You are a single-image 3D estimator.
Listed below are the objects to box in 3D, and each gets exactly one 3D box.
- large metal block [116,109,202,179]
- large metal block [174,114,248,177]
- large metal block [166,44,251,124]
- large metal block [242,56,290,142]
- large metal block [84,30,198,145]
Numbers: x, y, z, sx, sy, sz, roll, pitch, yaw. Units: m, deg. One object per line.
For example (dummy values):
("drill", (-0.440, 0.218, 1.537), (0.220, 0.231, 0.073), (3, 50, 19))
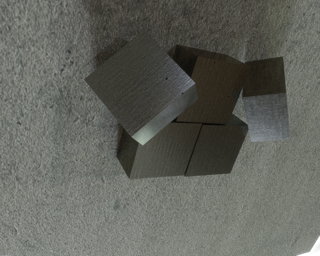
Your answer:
("large metal block", (-0.003, 0.017, 0.402), (0.081, 0.050, 0.079), (1, 118, -30))
("large metal block", (0.068, 0.020, 0.441), (0.081, 0.050, 0.079), (1, 118, -30))
("large metal block", (0.055, -0.053, 0.391), (0.081, 0.050, 0.079), (3, 117, -30))
("large metal block", (0.146, -0.039, 0.423), (0.050, 0.080, 0.080), (-5, 132, 23))
("large metal block", (-0.018, -0.041, 0.330), (0.080, 0.080, 0.050), (-40, 164, -1))
